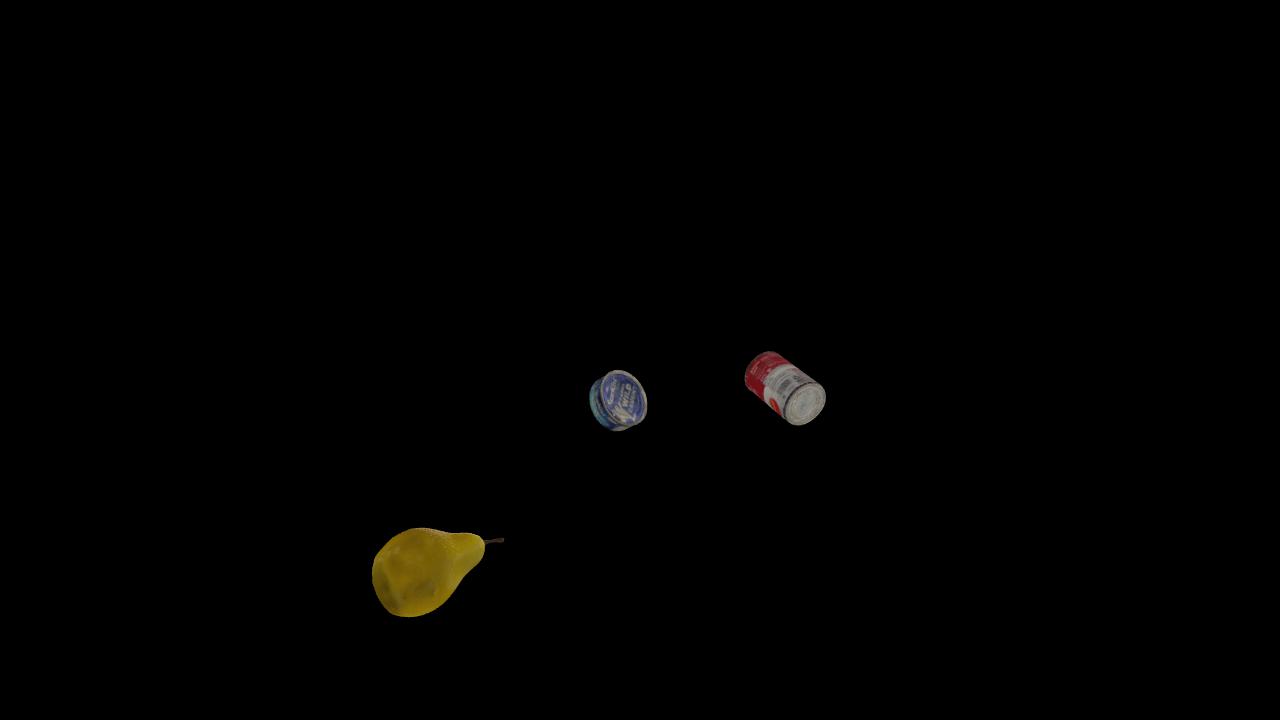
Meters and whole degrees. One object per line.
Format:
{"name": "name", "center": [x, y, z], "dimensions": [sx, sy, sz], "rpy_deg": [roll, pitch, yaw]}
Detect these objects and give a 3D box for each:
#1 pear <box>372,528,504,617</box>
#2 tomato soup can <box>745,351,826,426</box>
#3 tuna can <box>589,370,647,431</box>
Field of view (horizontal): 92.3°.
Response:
{"name": "pear", "center": [-0.180, 0.180, 0.556], "dimensions": [0.080, 0.080, 0.111], "rpy_deg": [0, 11, 40]}
{"name": "tomato soup can", "center": [0.201, 0.038, 0.852], "dimensions": [0.068, 0.068, 0.101], "rpy_deg": [0, 25, -26]}
{"name": "tuna can", "center": [-0.031, 0.058, 0.880], "dimensions": [0.084, 0.084, 0.034], "rpy_deg": [0, -22, -44]}
